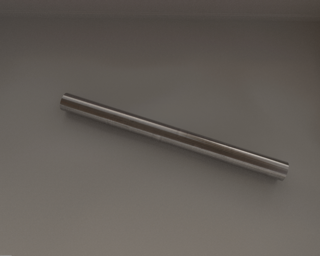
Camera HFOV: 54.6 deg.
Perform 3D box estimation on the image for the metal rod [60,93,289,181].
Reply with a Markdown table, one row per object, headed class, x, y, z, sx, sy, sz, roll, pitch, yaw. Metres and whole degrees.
| class | x | y | z | sx | sy | sz | roll | pitch | yaw |
| --- | --- | --- | --- | --- | --- | --- | --- | --- | --- |
| metal rod | 0.014 | 0.009 | 0.405 | 0.301 | 0.025 | 0.025 | 18 | 71 | 6 |
